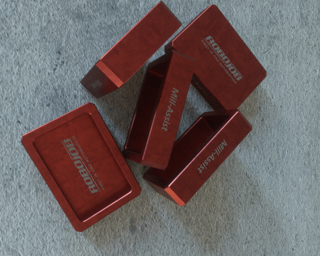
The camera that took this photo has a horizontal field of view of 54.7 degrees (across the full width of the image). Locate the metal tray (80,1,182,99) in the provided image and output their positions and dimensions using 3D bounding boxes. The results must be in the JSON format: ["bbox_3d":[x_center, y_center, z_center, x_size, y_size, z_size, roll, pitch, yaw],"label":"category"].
[{"bbox_3d":[-0.039,-0.079,0.341,0.030,0.130,0.090,46,75,-15],"label":"metal tray"}]

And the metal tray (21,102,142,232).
[{"bbox_3d":[-0.092,0.045,0.374,0.091,0.030,0.129,-30,100,-18],"label":"metal tray"}]

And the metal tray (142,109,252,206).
[{"bbox_3d":[0.044,0.032,0.393,0.130,0.090,0.030,-45,105,-15],"label":"metal tray"}]

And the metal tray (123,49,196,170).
[{"bbox_3d":[-0.005,-0.020,0.374,0.030,0.090,0.129,18,84,-20],"label":"metal tray"}]

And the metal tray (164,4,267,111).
[{"bbox_3d":[0.081,-0.094,0.439,0.090,0.030,0.130,-46,105,-14],"label":"metal tray"}]
